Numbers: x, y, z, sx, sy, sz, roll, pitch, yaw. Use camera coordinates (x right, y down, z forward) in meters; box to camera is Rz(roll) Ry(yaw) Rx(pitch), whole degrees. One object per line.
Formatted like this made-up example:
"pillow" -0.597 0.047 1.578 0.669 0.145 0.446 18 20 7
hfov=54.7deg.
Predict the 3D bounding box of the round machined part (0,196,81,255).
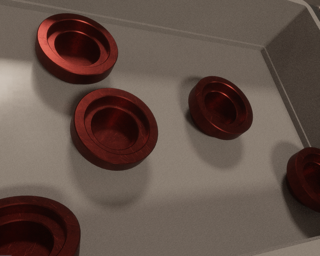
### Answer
"round machined part" -0.116 0.103 0.251 0.099 0.042 0.098 8 26 -4

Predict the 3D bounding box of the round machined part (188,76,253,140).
"round machined part" 0.084 -0.025 0.458 0.099 0.042 0.098 14 56 -21

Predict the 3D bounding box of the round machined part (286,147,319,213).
"round machined part" 0.233 0.082 0.470 0.099 0.042 0.098 11 57 -17

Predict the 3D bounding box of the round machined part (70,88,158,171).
"round machined part" -0.055 0.005 0.363 0.099 0.042 0.098 14 56 -21

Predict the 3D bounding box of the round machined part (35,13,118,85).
"round machined part" -0.107 -0.095 0.396 0.099 0.042 0.098 14 56 -21
